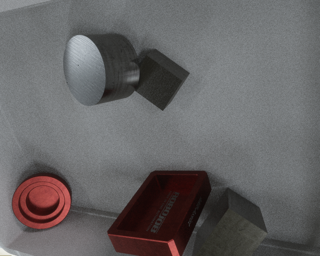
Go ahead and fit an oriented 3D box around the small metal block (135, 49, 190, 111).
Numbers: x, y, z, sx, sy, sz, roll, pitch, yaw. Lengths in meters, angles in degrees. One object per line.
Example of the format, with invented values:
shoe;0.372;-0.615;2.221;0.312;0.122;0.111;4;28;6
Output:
small metal block;-0.001;-0.057;0.372;0.050;0.025;0.050;36;129;3

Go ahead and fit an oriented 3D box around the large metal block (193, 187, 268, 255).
large metal block;0.086;0.132;0.391;0.050;0.080;0.080;33;101;7

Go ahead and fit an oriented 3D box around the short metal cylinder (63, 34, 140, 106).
short metal cylinder;-0.070;-0.070;0.369;0.080;0.050;0.079;16;114;39

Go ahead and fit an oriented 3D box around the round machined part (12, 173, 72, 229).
round machined part;-0.211;0.129;0.564;0.099;0.042;0.097;-1;96;-13

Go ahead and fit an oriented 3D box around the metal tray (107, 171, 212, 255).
metal tray;0.004;0.105;0.402;0.090;0.131;0.030;-4;116;30
